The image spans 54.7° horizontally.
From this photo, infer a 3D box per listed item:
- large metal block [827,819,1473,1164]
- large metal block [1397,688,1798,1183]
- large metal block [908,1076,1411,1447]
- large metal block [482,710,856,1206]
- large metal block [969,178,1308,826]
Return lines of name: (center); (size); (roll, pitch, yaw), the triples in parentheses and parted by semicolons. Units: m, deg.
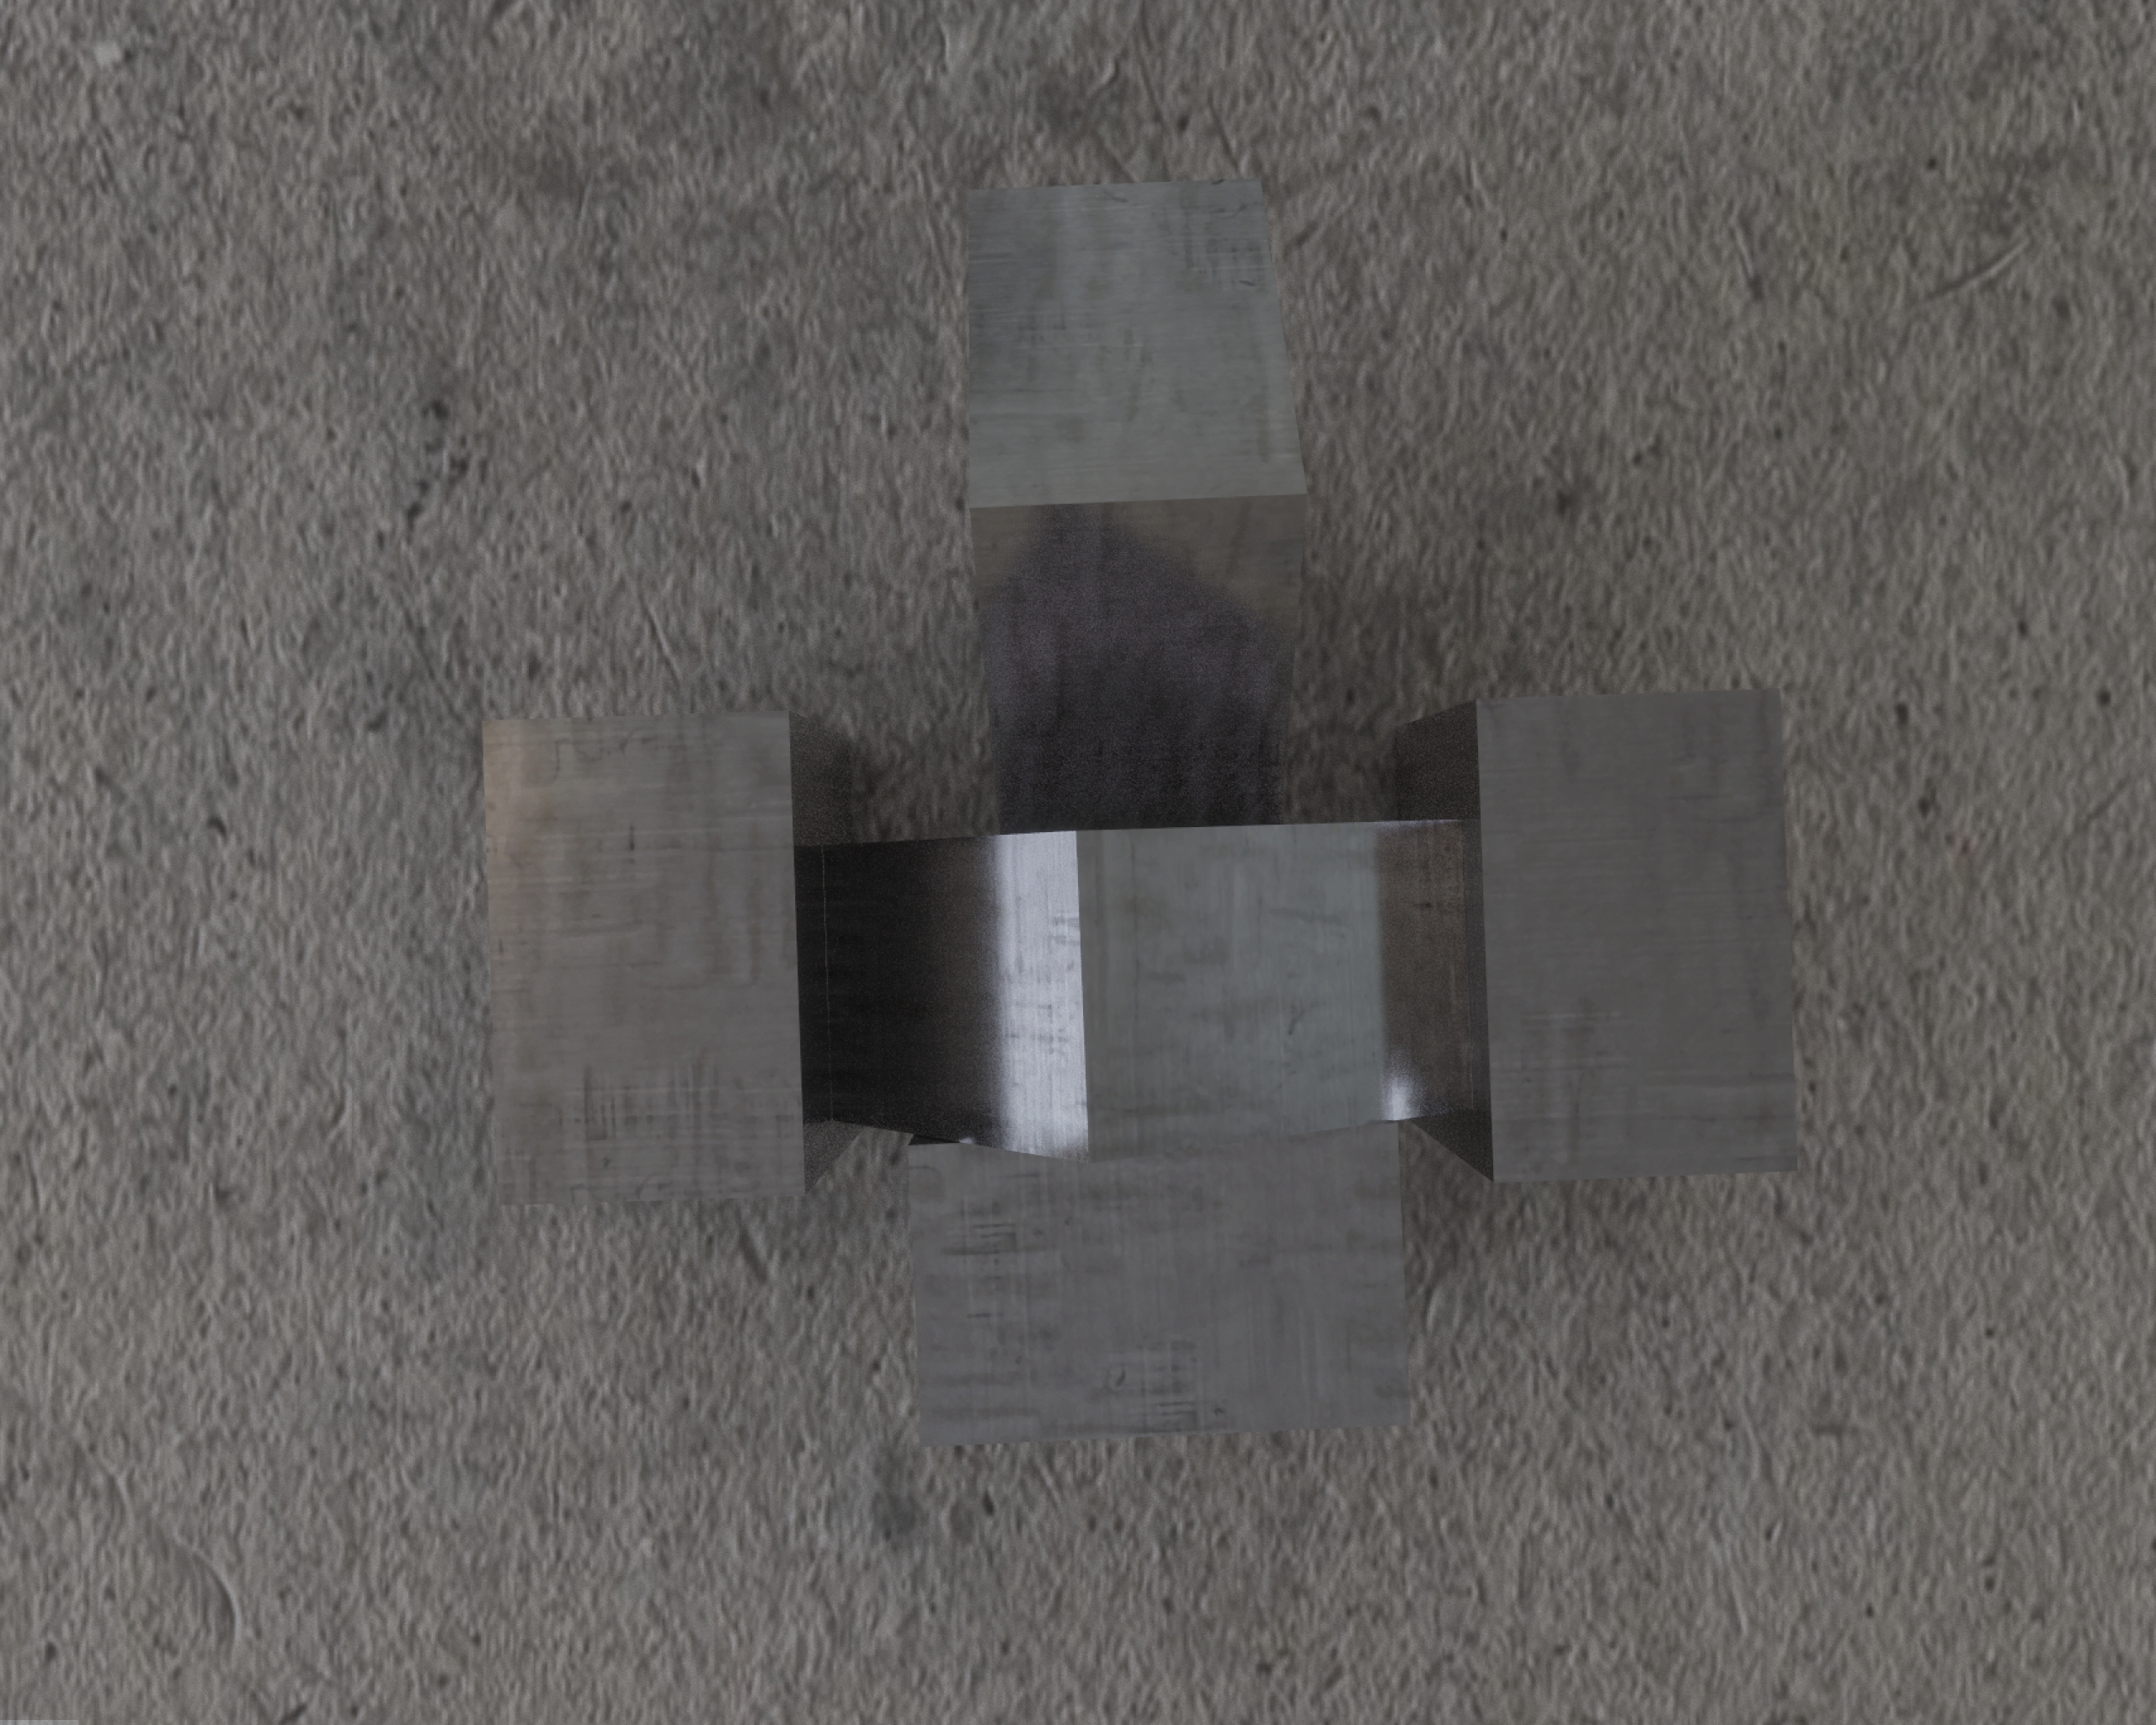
large metal block: (0.011, 0.020, 0.367); (0.081, 0.080, 0.050); (-2, 90, -35)
large metal block: (0.091, 0.012, 0.383); (0.050, 0.080, 0.080); (-2, 90, -1)
large metal block: (0.014, 0.069, 0.382); (0.081, 0.080, 0.050); (-3, 91, 0)
large metal block: (-0.071, 0.015, 0.381); (0.050, 0.080, 0.080); (-2, 90, 1)
large metal block: (0.009, -0.061, 0.366); (0.050, 0.080, 0.080); (-3, 52, 0)
